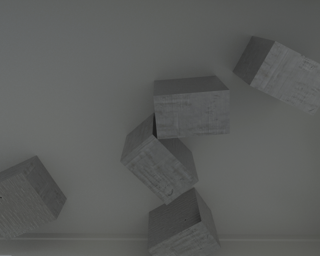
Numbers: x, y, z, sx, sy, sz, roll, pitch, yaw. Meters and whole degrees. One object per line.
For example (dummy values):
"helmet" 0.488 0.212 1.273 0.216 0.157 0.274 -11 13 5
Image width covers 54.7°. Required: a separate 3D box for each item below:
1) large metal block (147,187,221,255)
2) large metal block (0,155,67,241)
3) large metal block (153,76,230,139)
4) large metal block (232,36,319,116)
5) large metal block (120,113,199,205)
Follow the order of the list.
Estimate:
"large metal block" 0.031 0.141 0.435 0.080 0.080 0.050 -31 107 10
"large metal block" -0.192 0.097 0.431 0.080 0.050 0.080 -24 109 8
"large metal block" 0.035 -0.028 0.372 0.081 0.080 0.050 -5 110 1
"large metal block" 0.141 -0.064 0.361 0.080 0.080 0.050 23 108 -9
"large metal block" 0.000 0.036 0.395 0.050 0.080 0.080 -40 106 13
